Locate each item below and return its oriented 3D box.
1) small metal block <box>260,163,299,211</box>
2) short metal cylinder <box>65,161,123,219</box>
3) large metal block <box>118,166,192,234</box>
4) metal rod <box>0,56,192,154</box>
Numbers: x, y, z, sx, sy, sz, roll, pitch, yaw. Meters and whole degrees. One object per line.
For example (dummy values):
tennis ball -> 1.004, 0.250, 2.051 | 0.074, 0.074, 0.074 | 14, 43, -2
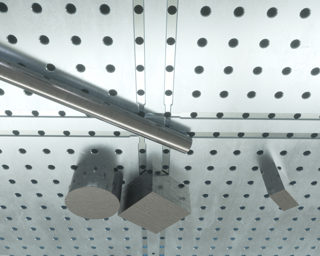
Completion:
small metal block -> 0.183, 0.091, 0.476 | 0.025, 0.050, 0.050 | -32, 124, 24
short metal cylinder -> -0.100, 0.096, 0.476 | 0.081, 0.050, 0.079 | 0, 130, 0
large metal block -> -0.009, 0.117, 0.495 | 0.080, 0.050, 0.080 | 35, 122, -26
metal rod -> -0.093, -0.031, 0.383 | 0.302, 0.025, 0.025 | 23, 126, -19
